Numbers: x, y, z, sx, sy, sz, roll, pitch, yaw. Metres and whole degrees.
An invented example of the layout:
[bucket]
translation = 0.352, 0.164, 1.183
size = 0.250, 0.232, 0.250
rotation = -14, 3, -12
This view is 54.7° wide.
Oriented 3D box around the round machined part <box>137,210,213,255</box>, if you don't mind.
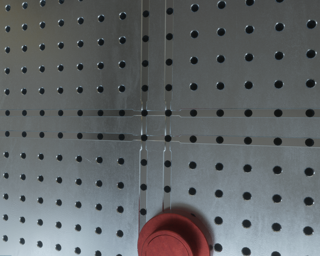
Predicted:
[round machined part]
translation = 0.015, 0.159, 0.397
size = 0.098, 0.042, 0.097
rotation = 0, 90, 19
